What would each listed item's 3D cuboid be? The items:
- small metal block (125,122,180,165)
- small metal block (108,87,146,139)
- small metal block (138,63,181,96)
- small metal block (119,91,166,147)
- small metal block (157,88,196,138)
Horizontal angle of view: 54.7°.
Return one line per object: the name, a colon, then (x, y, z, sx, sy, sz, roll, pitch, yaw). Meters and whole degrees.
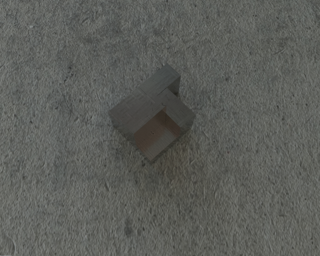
small metal block: (-0.010, 0.012, 0.405, 0.050, 0.025, 0.050, -41, 75, -14)
small metal block: (-0.037, -0.019, 0.402, 0.050, 0.050, 0.025, -42, 76, -14)
small metal block: (0.000, -0.051, 0.414, 0.050, 0.050, 0.025, -42, 76, -14)
small metal block: (-0.020, -0.010, 0.373, 0.050, 0.050, 0.025, -42, 76, -14)
small metal block: (0.017, -0.017, 0.402, 0.025, 0.050, 0.050, -41, 76, -14)
